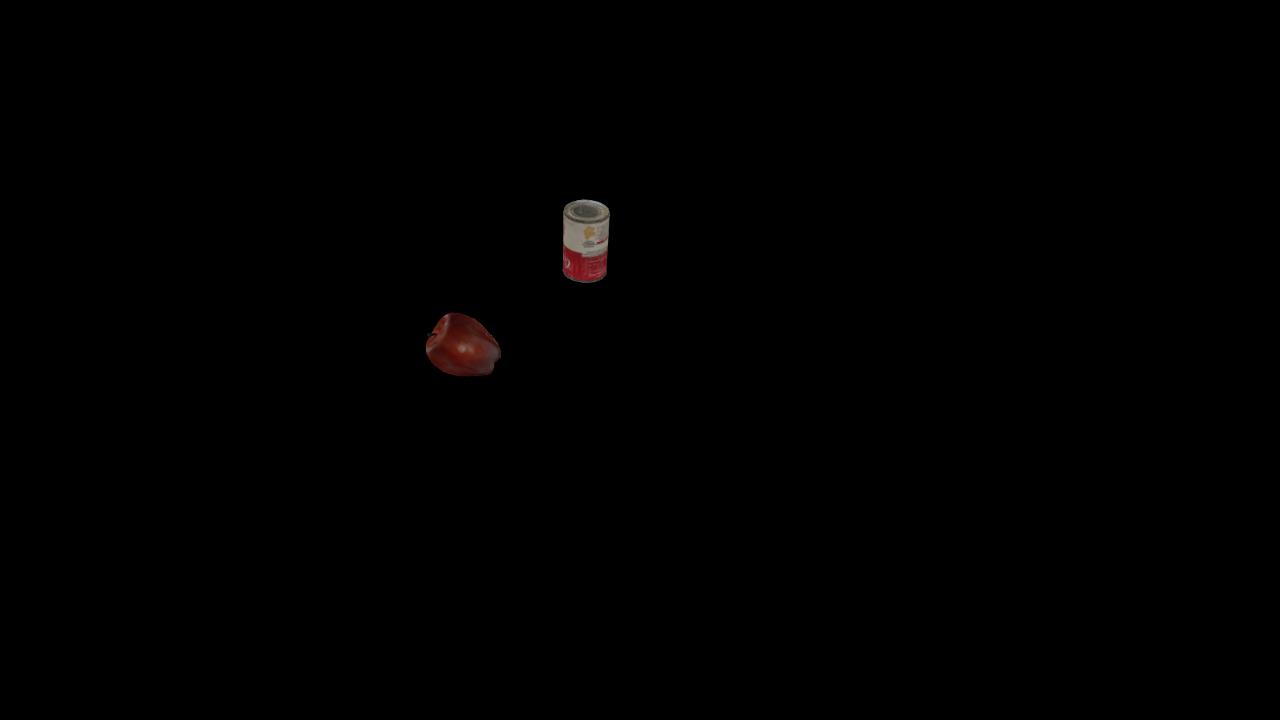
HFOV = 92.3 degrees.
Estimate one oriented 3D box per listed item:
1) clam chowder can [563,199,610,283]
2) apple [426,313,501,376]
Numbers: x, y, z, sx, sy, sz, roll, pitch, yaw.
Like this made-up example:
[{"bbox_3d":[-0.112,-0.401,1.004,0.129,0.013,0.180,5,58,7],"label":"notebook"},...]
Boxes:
[{"bbox_3d":[-0.079,-0.174,0.901,0.068,0.102,0.068,4,40,-4],"label":"clam chowder can"},{"bbox_3d":[-0.230,-0.016,0.794,0.093,0.079,0.079,28,-14,-28],"label":"apple"}]
